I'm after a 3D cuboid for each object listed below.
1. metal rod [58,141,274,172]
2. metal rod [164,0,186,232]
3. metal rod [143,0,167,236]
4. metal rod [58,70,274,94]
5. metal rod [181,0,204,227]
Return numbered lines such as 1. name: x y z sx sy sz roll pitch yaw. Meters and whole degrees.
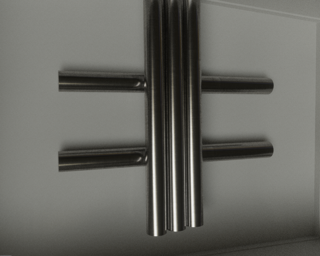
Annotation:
1. metal rod: 0.022 0.036 0.417 0.303 0.025 0.025 -1 91 -20
2. metal rod: 0.018 -0.023 0.388 0.025 0.025 0.298 -1 90 -20
3. metal rod: -0.006 -0.021 0.379 0.025 0.025 0.298 -1 90 -20
4. metal rod: 0.022 -0.059 0.417 0.303 0.025 0.025 -2 91 -20
5. metal rod: 0.041 -0.026 0.397 0.025 0.025 0.298 -1 90 -20
